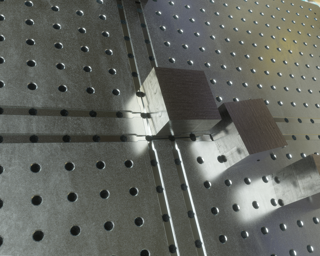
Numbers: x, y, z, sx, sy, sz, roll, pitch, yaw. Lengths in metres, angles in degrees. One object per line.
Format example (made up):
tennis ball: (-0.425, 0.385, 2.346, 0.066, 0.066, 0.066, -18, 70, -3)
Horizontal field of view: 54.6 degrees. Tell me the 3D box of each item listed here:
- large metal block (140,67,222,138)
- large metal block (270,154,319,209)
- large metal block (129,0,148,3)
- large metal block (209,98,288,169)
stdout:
large metal block: (0.027, -0.034, 0.427, 0.081, 0.050, 0.080, -1, 62, -29)
large metal block: (0.222, 0.079, 0.443, 0.081, 0.080, 0.050, 8, 58, -24)
large metal block: (-0.058, -0.265, 0.522, 0.081, 0.050, 0.080, -3, 63, -29)
large metal block: (0.125, 0.006, 0.455, 0.081, 0.050, 0.080, -9, 66, -32)
